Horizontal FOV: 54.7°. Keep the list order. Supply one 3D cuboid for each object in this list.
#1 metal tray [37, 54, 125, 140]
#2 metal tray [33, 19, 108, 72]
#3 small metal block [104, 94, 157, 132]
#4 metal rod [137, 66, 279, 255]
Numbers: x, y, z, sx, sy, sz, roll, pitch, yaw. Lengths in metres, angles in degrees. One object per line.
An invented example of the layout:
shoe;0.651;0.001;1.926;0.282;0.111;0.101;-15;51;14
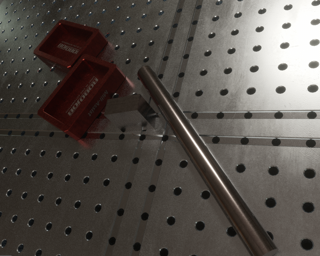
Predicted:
metal tray;-0.128;-0.054;0.502;0.090;0.030;0.130;25;75;36
metal tray;-0.171;-0.154;0.586;0.130;0.030;0.090;26;75;36
small metal block;-0.039;-0.019;0.423;0.050;0.050;0.025;-7;59;24
metal rod;0.038;0.017;0.377;0.025;0.025;0.300;-35;51;5
